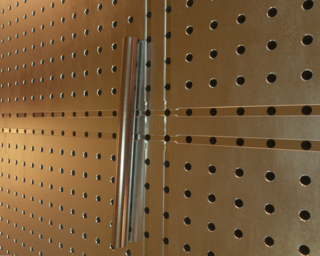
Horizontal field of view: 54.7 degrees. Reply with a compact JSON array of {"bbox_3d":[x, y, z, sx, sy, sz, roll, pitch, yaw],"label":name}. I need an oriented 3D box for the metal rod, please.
[{"bbox_3d":[-0.050,0.022,0.448,0.025,0.025,0.298,6,94,39],"label":"metal rod"}]
